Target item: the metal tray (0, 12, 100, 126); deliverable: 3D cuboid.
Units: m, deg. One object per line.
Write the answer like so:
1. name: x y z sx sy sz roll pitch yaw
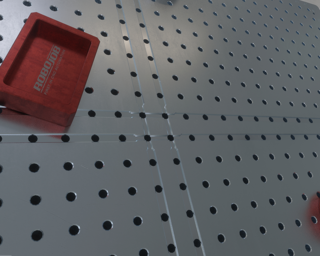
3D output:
1. metal tray: -0.134 -0.074 0.378 0.091 0.030 0.130 20 54 -17
